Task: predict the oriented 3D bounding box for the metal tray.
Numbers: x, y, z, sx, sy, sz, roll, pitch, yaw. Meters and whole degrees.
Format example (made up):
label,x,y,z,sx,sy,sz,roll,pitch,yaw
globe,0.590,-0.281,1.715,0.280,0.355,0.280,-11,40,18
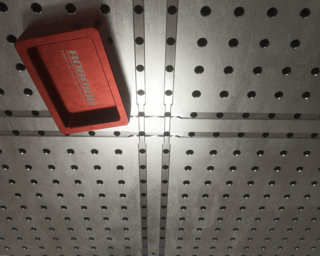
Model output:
label,x,y,z,sx,sy,sz,roll,pitch,yaw
metal tray,-0.093,-0.055,0.360,0.090,0.030,0.129,-9,130,7
